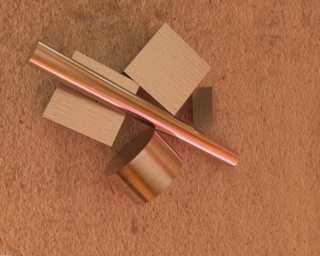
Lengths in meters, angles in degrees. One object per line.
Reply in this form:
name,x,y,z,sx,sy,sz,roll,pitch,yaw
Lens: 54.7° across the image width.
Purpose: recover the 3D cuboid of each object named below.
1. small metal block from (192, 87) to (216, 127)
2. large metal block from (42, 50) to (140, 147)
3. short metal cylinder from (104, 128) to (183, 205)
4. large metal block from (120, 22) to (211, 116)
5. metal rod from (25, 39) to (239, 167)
small metal block,0.061,-0.028,0.417,0.025,0.050,0.050,-1,91,16
large metal block,-0.082,-0.032,0.367,0.080,0.050,0.080,26,81,-18
short metal cylinder,-0.020,0.045,0.373,0.080,0.080,0.050,-46,105,-14
large metal block,0.003,-0.071,0.396,0.080,0.050,0.080,41,77,-16
metal rod,-0.005,-0.012,0.365,0.301,0.025,0.025,27,81,-35
